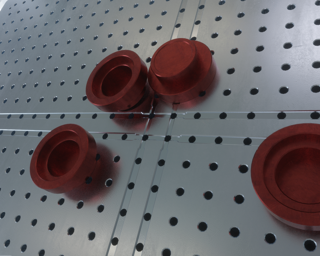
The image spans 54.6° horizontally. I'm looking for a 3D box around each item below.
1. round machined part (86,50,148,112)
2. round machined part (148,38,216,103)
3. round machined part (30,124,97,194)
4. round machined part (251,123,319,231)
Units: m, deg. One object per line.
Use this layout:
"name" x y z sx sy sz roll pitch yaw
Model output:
"round machined part" -0.060 -0.066 0.467 0.098 0.042 0.098 -15 56 24
"round machined part" 0.026 -0.088 0.439 0.098 0.042 0.098 -13 56 21
"round machined part" -0.130 0.046 0.439 0.098 0.042 0.098 -13 56 21
"round machined part" 0.140 0.048 0.295 0.098 0.042 0.098 -13 56 21
